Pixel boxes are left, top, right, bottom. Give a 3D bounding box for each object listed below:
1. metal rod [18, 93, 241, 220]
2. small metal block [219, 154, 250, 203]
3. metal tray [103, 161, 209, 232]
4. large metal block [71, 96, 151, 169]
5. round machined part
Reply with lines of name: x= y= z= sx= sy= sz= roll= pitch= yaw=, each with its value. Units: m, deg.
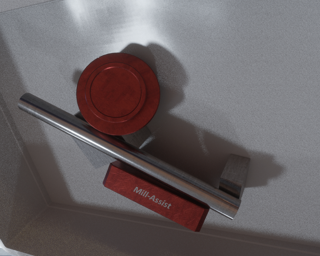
metal rod: x=-0.046 y=0.029 z=0.381 sx=0.301 sy=0.025 sz=0.025 roll=26 pitch=127 yaw=11
small metal block: x=0.091 y=0.069 z=0.384 sx=0.025 sy=0.050 sz=0.050 roll=14 pitch=124 yaw=20
metal tray: x=0.003 y=0.079 z=0.406 sx=0.130 sy=0.090 sz=0.030 roll=24 pitch=100 yaw=13
large metal block: x=-0.074 y=0.001 z=0.428 sx=0.080 sy=0.050 sz=0.080 roll=-25 pitch=105 yaw=36
round machined part: x=-0.049 y=-0.040 z=0.362 sx=0.099 sy=0.042 sz=0.097 roll=0 pitch=91 yaw=-1
